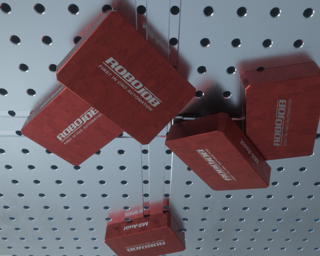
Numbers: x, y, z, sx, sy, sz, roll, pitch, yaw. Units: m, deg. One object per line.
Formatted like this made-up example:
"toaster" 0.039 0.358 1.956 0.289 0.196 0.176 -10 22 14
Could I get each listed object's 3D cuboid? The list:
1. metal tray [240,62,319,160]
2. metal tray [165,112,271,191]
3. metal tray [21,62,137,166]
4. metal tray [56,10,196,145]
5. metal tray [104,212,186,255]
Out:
"metal tray" 0.152 -0.014 0.397 0.090 0.030 0.129 -8 130 6
"metal tray" 0.080 0.038 0.420 0.090 0.030 0.130 -14 133 41
"metal tray" -0.101 -0.012 0.397 0.130 0.030 0.090 -35 122 26
"metal tray" -0.034 -0.051 0.343 0.090 0.030 0.130 -47 119 6
"metal tray" -0.027 0.208 0.585 0.130 0.030 0.090 -17 128 13
